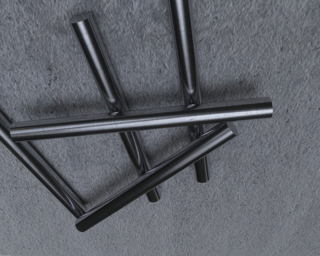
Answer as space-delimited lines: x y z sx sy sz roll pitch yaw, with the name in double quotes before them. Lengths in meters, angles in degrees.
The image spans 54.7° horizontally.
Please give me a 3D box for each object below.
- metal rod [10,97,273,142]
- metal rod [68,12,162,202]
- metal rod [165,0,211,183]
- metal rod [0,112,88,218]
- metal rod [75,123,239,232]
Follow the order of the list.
"metal rod" -0.025 -0.009 0.364 0.302 0.025 0.025 -5 130 4
"metal rod" -0.045 -0.001 0.405 0.025 0.025 0.299 -11 130 9
"metal rod" 0.038 -0.038 0.374 0.025 0.025 0.298 -8 130 6
"metal rod" -0.189 0.037 0.436 0.025 0.025 0.299 -17 129 13
"metal rod" -0.021 0.078 0.439 0.299 0.025 0.025 -37 121 27
